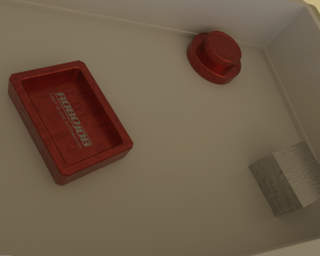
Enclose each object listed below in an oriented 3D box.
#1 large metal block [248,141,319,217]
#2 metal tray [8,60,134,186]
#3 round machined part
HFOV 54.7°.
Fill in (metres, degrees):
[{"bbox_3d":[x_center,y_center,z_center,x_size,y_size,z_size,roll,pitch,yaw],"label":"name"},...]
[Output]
[{"bbox_3d":[0.190,0.072,0.451,0.081,0.050,0.080,-12,68,-34],"label":"large metal block"},{"bbox_3d":[-0.102,-0.011,0.355,0.091,0.030,0.130,-23,74,-37],"label":"metal tray"},{"bbox_3d":[0.099,-0.126,0.527,0.099,0.042,0.098,14,56,-21],"label":"round machined part"}]
